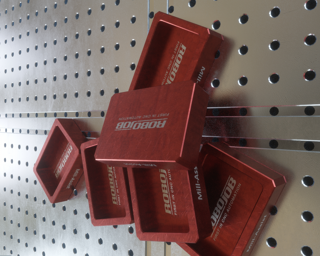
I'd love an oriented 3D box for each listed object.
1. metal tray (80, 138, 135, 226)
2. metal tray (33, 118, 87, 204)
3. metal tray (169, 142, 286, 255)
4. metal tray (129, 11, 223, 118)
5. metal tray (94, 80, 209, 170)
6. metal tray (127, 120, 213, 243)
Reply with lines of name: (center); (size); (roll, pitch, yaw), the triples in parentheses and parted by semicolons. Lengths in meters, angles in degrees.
metal tray: (-0.073, 0.078, 0.467); (0.090, 0.030, 0.129); (-18, 79, 38)
metal tray: (-0.175, 0.058, 0.552); (0.090, 0.030, 0.129); (47, 118, 29)
metal tray: (0.069, 0.092, 0.349); (0.090, 0.030, 0.129); (31, 109, 35)
metal tray: (0.013, -0.071, 0.396); (0.090, 0.030, 0.129); (34, 111, 35)
metal tray: (-0.013, -0.001, 0.357); (0.130, 0.030, 0.090); (-4, 65, 40)
metal tray: (0.006, 0.063, 0.362); (0.090, 0.030, 0.129); (-15, 81, 39)
